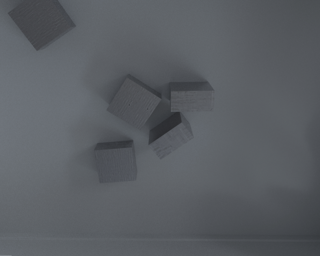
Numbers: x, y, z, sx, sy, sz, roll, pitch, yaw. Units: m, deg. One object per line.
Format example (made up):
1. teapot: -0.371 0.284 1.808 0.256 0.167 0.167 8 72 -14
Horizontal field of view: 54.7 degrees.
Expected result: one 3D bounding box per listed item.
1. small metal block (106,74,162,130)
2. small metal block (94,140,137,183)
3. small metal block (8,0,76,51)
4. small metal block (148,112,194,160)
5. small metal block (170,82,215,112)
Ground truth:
1. small metal block: -0.033 -0.033 0.399 0.050 0.025 0.050 31 107 -11
2. small metal block: -0.060 0.046 0.428 0.050 0.025 0.050 -5 110 1
3. small metal block: -0.137 -0.127 0.363 0.050 0.025 0.050 -31 107 10
4. small metal block: 0.013 0.008 0.401 0.050 0.050 0.025 -35 107 12
5. small metal block: 0.038 -0.040 0.384 0.050 0.050 0.025 -1 110 0
